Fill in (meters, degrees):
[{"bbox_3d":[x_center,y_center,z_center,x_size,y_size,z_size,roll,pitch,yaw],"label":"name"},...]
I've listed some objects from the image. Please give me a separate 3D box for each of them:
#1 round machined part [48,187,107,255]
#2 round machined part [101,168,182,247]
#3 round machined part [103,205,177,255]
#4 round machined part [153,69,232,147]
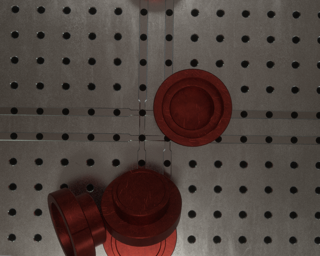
[{"bbox_3d":[-0.100,0.120,0.383,0.042,0.098,0.097,-18,90,-31],"label":"round machined part"},{"bbox_3d":[-0.022,0.088,0.376,0.099,0.098,0.042,1,132,-1],"label":"round machined part"},{"bbox_3d":[-0.027,0.142,0.405,0.099,0.042,0.097,0,90,-1],"label":"round machined part"},{"bbox_3d":[0.041,-0.025,0.405,0.099,0.042,0.097,0,90,-1],"label":"round machined part"}]
